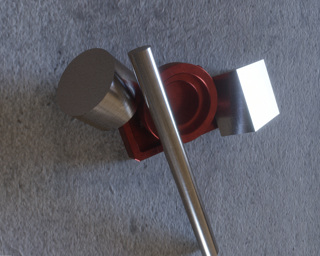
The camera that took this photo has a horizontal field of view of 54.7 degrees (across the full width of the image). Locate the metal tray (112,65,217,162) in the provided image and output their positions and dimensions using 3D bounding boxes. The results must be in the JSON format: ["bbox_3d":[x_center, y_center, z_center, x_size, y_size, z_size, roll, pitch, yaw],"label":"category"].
[{"bbox_3d":[0.008,-0.021,0.411,0.131,0.030,0.090,-22,98,-19],"label":"metal tray"}]

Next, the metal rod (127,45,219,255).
[{"bbox_3d":[0.025,0.048,0.374,0.025,0.025,0.298,-29,117,-18],"label":"metal rod"}]

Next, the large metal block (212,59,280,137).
[{"bbox_3d":[0.113,-0.042,0.422,0.081,0.050,0.080,-26,100,-45],"label":"large metal block"}]

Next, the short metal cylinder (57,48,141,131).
[{"bbox_3d":[-0.068,-0.042,0.350,0.050,0.080,0.080,34,76,-54],"label":"short metal cylinder"}]

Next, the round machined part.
[{"bbox_3d":[0.018,-0.032,0.383,0.099,0.042,0.097,-7,108,-23],"label":"round machined part"}]
